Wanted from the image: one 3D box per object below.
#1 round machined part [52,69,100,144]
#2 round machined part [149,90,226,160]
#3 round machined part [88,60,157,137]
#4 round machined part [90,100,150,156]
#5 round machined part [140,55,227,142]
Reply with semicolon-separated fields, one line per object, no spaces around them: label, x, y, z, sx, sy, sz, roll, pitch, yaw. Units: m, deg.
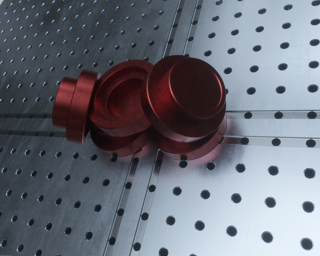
round machined part;-0.110;-0.030;0.406;0.042;0.098;0.098;13;62;-8
round machined part;0.030;-0.013;0.388;0.098;0.042;0.098;-13;56;20
round machined part;-0.036;-0.032;0.379;0.098;0.042;0.098;-13;56;20
round machined part;-0.057;-0.013;0.433;0.098;0.042;0.098;-13;56;20
round machined part;0.032;-0.037;0.337;0.042;0.099;0.098;-37;35;59
